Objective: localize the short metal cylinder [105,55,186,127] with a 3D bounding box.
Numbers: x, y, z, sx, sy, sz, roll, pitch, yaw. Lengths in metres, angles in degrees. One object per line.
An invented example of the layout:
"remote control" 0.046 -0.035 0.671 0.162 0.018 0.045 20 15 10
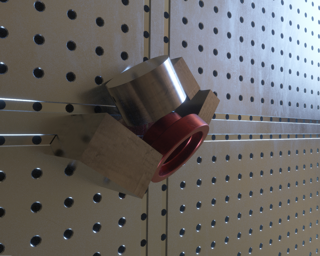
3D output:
"short metal cylinder" -0.016 -0.044 0.362 0.080 0.080 0.050 -41 115 -33

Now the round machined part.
"round machined part" 0.012 0.019 0.388 0.098 0.042 0.098 -39 159 -18

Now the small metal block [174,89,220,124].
"small metal block" 0.049 -0.025 0.437 0.025 0.050 0.050 42 64 -33

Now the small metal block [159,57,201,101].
"small metal block" 0.017 -0.062 0.409 0.025 0.050 0.050 -50 120 -28

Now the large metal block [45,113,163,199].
"large metal block" -0.059 0.028 0.325 0.080 0.080 0.050 40 66 -33
